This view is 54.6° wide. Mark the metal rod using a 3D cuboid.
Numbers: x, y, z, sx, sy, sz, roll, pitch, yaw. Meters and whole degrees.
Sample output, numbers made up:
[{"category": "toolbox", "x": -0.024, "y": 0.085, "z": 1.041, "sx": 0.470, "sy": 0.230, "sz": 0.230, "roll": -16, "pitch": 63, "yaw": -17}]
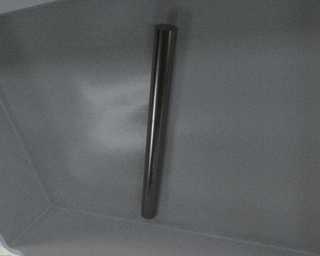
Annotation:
[{"category": "metal rod", "x": -0.006, "y": 0.014, "z": 0.418, "sx": 0.025, "sy": 0.025, "sz": 0.298, "roll": 18, "pitch": 126, "yaw": 18}]
